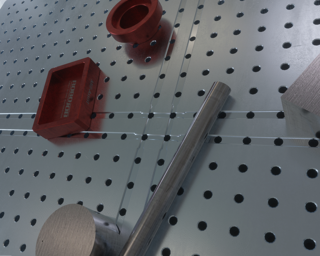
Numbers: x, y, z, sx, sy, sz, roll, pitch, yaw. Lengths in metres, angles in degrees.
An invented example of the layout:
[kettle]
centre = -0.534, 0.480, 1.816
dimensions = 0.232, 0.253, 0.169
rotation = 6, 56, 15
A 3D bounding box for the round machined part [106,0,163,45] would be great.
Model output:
[round machined part]
centre = -0.040, -0.183, 0.530
dimensions = 0.098, 0.042, 0.098
rotation = -13, 56, 21

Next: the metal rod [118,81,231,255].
[metal rod]
centre = 0.007, 0.073, 0.359
dimensions = 0.025, 0.025, 0.300
rotation = 19, 72, 35

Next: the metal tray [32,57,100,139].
[metal tray]
centre = -0.154, -0.051, 0.517
dimensions = 0.090, 0.030, 0.130
rotation = -11, 57, 22

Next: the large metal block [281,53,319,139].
[large metal block]
centre = 0.185, -0.029, 0.313
dimensions = 0.080, 0.050, 0.080
rotation = -47, 51, -5

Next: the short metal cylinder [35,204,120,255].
[short metal cylinder]
centre = -0.094, 0.134, 0.359
dimensions = 0.080, 0.050, 0.080
rotation = -13, 56, 21
